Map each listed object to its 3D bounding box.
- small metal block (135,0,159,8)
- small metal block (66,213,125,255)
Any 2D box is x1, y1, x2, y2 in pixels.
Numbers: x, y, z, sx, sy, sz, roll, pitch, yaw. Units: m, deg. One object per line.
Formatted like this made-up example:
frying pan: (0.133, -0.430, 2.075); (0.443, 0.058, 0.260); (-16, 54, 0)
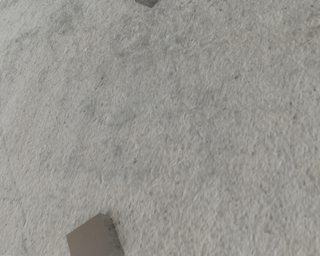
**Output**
small metal block: (-0.019, -0.253, 0.567); (0.050, 0.025, 0.050); (-48, 52, -6)
small metal block: (-0.076, 0.136, 0.359); (0.050, 0.025, 0.050); (-35, 52, 5)
